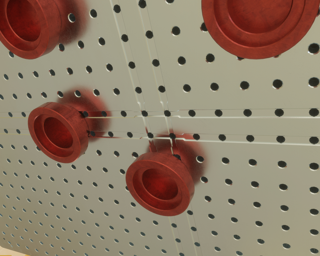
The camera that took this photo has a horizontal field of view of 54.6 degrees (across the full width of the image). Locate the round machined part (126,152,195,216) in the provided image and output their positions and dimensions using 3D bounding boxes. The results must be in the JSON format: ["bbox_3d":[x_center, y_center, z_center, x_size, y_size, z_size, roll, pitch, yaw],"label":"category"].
[{"bbox_3d":[0.004,0.075,0.445,0.098,0.042,0.097,13,124,21],"label":"round machined part"}]

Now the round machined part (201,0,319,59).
[{"bbox_3d":[0.091,-0.116,0.281,0.098,0.042,0.097,13,124,21],"label":"round machined part"}]

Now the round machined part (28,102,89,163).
[{"bbox_3d":[-0.152,0.003,0.483,0.098,0.042,0.097,13,124,21],"label":"round machined part"}]

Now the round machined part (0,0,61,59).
[{"bbox_3d":[-0.170,-0.143,0.403,0.098,0.042,0.097,13,124,21],"label":"round machined part"}]
